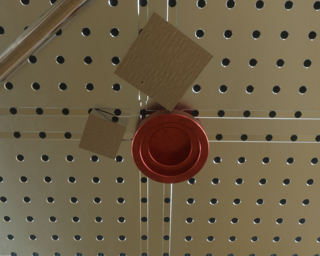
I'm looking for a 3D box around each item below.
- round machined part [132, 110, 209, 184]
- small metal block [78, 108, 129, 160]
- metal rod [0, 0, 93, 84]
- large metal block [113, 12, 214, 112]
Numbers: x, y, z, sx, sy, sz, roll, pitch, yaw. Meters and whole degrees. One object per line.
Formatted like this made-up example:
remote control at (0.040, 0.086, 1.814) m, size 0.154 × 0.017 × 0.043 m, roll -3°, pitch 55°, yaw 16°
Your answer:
round machined part at (0.013, 0.021, 0.412) m, size 0.099 × 0.042 × 0.097 m, roll 0°, pitch 110°, yaw 0°
small metal block at (-0.075, 0.008, 0.416) m, size 0.050 × 0.025 × 0.050 m, roll 20°, pitch 109°, yaw -8°
metal rod at (-0.150, -0.109, 0.371) m, size 0.300 × 0.025 × 0.025 m, roll -37°, pitch 106°, yaw 12°
large metal block at (0.004, -0.080, 0.371) m, size 0.080 × 0.050 × 0.080 m, roll 34°, pitch 107°, yaw -12°
